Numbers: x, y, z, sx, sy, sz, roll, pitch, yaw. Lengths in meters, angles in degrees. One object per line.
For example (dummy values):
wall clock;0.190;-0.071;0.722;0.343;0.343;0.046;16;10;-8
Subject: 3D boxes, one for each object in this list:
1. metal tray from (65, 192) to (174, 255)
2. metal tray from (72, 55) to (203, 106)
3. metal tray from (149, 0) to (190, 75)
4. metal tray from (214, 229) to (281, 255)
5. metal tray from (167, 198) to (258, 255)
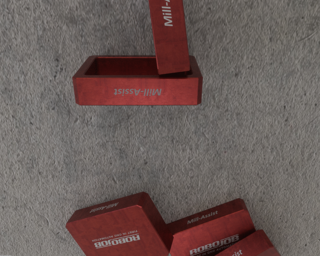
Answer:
metal tray;-0.058;0.149;0.443;0.130;0.030;0.090;-20;108;23
metal tray;-0.022;-0.057;0.352;0.131;0.090;0.030;0;117;0
metal tray;0.006;-0.122;0.318;0.030;0.090;0.129;-7;100;2
metal tray;0.117;0.213;0.464;0.130;0.030;0.090;-34;129;6
metal tray;0.080;0.170;0.470;0.130;0.030;0.090;-22;109;7
